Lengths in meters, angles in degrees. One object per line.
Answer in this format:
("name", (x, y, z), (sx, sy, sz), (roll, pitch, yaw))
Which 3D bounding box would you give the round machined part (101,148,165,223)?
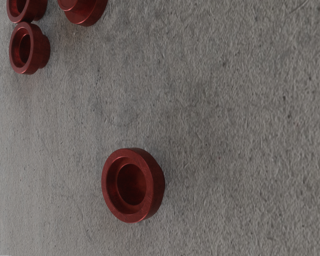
("round machined part", (-0.032, 0.075, 0.420), (0.098, 0.042, 0.097), (0, 90, 40))

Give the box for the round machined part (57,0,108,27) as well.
("round machined part", (-0.130, -0.219, 0.502), (0.098, 0.042, 0.097), (0, 90, 40))

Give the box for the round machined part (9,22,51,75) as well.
("round machined part", (-0.249, -0.151, 0.600), (0.098, 0.042, 0.097), (0, 90, 40))

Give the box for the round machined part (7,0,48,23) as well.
("round machined part", (-0.256, -0.249, 0.604), (0.098, 0.042, 0.097), (-2, 87, 40))
